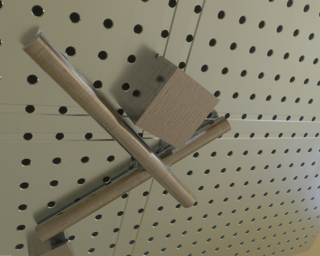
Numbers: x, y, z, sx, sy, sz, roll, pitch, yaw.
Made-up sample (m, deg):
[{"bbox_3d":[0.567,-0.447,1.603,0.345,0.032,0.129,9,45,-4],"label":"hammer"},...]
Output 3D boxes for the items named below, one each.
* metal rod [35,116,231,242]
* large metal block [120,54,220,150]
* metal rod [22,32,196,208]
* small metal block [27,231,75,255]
[{"bbox_3d":[-0.030,0.067,0.437,0.301,0.025,0.025,-30,129,-10],"label":"metal rod"},{"bbox_3d":[0.013,-0.031,0.384,0.080,0.050,0.080,30,101,-38],"label":"large metal block"},{"bbox_3d":[-0.040,0.012,0.376,0.025,0.025,0.300,-41,123,-1],"label":"metal rod"},{"bbox_3d":[-0.152,0.180,0.441,0.050,0.025,0.050,-21,127,-16],"label":"small metal block"}]
